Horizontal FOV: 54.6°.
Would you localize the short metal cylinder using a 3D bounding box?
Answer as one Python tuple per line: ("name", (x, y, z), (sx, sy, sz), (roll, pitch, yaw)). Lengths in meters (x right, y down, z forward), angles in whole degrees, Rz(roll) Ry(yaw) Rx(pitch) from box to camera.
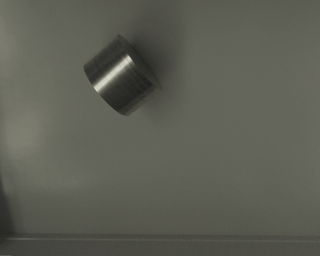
("short metal cylinder", (-0.041, -0.060, 0.359), (0.050, 0.080, 0.080), (-37, 106, 12))
